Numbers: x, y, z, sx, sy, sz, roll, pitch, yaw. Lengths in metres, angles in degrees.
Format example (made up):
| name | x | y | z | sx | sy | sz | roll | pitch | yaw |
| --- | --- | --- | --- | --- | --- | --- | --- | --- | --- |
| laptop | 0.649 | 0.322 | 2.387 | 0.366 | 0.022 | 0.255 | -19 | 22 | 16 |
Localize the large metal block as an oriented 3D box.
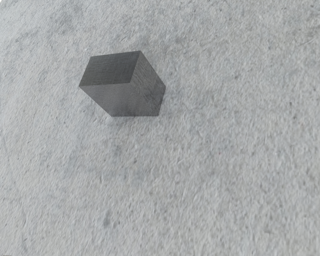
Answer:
| name | x | y | z | sx | sy | sz | roll | pitch | yaw |
| --- | --- | --- | --- | --- | --- | --- | --- | --- | --- |
| large metal block | -0.049 | -0.057 | 0.428 | 0.080 | 0.080 | 0.050 | 1 | 62 | 28 |
